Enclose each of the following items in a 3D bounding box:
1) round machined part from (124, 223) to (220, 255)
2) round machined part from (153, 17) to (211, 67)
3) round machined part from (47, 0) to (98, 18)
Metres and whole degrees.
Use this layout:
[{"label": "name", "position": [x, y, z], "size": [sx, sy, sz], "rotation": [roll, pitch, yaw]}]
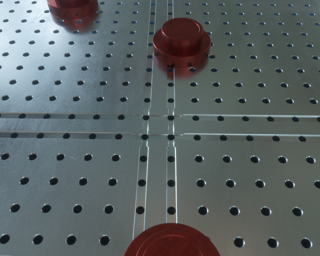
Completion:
[{"label": "round machined part", "position": [0.011, 0.134, 0.284], "size": [0.099, 0.042, 0.098], "rotation": [0, 50, 0]}, {"label": "round machined part", "position": [0.037, -0.150, 0.523], "size": [0.099, 0.042, 0.098], "rotation": [0, 50, 0]}, {"label": "round machined part", "position": [-0.176, -0.263, 0.617], "size": [0.099, 0.042, 0.098], "rotation": [0, 50, 0]}]
